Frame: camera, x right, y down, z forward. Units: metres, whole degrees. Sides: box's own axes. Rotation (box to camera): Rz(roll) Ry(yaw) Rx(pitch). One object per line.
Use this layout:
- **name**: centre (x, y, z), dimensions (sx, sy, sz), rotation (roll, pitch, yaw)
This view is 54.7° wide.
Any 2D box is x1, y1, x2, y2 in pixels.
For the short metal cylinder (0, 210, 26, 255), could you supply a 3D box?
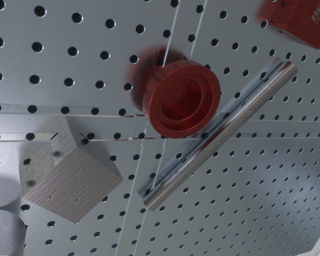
- **short metal cylinder**: centre (-0.199, 0.139, 0.353), dimensions (0.081, 0.080, 0.050), rotation (2, 118, -30)

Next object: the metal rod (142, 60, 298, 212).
- **metal rod**: centre (0.089, 0.014, 0.467), dimensions (0.300, 0.025, 0.025), rotation (-44, 129, 3)

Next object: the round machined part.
- **round machined part**: centre (0.023, -0.039, 0.389), dimensions (0.099, 0.042, 0.097), rotation (-14, 124, -21)

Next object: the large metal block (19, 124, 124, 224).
- **large metal block**: centre (-0.106, 0.057, 0.372), dimensions (0.080, 0.050, 0.080), rotation (-43, 130, 1)

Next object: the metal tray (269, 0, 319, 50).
- **metal tray**: centre (0.215, -0.182, 0.413), dimensions (0.091, 0.030, 0.129), rotation (13, 112, -34)
